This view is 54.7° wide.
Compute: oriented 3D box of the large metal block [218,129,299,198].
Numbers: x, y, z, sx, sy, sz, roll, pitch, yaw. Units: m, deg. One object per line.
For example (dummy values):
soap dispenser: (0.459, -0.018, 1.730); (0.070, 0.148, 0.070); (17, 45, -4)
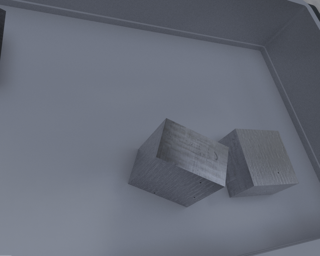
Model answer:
large metal block: (0.133, 0.049, 0.434); (0.081, 0.050, 0.080); (3, 61, -27)

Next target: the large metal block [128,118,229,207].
large metal block: (0.020, 0.044, 0.356); (0.080, 0.080, 0.050); (25, 53, -14)

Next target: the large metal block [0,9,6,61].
large metal block: (-0.214, -0.097, 0.317); (0.080, 0.050, 0.080); (20, 51, -44)
